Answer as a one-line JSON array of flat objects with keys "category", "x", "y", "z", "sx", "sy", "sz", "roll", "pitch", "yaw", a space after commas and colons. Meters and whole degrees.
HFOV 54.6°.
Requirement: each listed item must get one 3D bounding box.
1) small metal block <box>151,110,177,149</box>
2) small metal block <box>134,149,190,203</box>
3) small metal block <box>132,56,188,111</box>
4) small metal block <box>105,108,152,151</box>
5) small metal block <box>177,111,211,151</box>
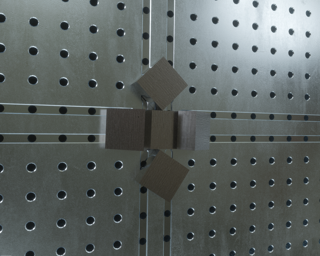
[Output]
[{"category": "small metal block", "x": 0.001, "y": 0.002, "z": 0.412, "sx": 0.050, "sy": 0.025, "sz": 0.050, "roll": 1, "pitch": 89, "yaw": -20}, {"category": "small metal block", "x": 0.002, "y": 0.062, "z": 0.413, "sx": 0.050, "sy": 0.025, "sz": 0.050, "roll": 36, "pitch": 79, "yaw": -15}, {"category": "small metal block", "x": 0.000, "y": -0.057, "z": 0.412, "sx": 0.050, "sy": 0.025, "sz": 0.050, "roll": -46, "pitch": 104, "yaw": -15}, {"category": "small metal block", "x": -0.039, "y": 0.002, "z": 0.385, "sx": 0.050, "sy": 0.025, "sz": 0.050, "roll": 2, "pitch": 90, "yaw": 16}, {"category": "small metal block", "x": 0.046, "y": 0.004, "z": 0.415, "sx": 0.050, "sy": 0.025, "sz": 0.050, "roll": 4, "pitch": 88, "yaw": -60}]
